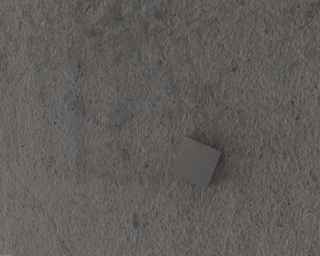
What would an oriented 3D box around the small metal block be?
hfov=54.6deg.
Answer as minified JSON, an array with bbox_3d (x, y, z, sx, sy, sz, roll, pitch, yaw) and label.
[{"bbox_3d":[0.048,0.042,0.392,0.050,0.025,0.050,23,98,18],"label":"small metal block"}]
